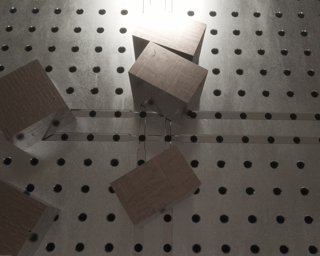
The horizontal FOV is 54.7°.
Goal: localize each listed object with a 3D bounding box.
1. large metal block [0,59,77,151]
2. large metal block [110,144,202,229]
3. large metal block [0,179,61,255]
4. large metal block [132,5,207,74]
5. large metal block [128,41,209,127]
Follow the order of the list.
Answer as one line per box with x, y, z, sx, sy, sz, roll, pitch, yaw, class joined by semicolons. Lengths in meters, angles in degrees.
-0.171;-0.030;0.407;0.080;0.050;0.080;-33;74;-12;large metal block
-0.004;0.071;0.357;0.080;0.080;0.050;-30;73;-11;large metal block
-0.177;0.110;0.356;0.080;0.050;0.080;25;72;8;large metal block
0.012;-0.109;0.423;0.080;0.080;0.050;21;71;7;large metal block
0.010;-0.054;0.402;0.080;0.080;0.050;29;73;10;large metal block
